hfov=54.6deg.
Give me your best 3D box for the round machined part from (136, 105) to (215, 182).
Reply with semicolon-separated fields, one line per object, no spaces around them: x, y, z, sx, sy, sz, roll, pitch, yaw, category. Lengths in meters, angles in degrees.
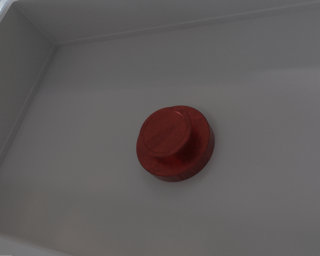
0.014;0.013;0.380;0.098;0.042;0.098;-13;56;21;round machined part
